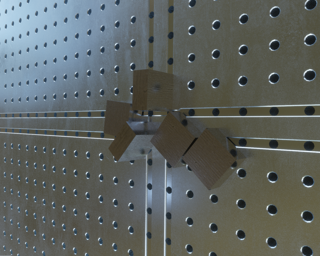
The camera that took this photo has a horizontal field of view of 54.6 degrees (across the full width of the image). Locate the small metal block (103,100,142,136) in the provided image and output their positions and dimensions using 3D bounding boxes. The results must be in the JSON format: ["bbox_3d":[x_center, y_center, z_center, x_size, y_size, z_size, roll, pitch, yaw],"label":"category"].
[{"bbox_3d":[-0.055,-0.013,0.456,0.050,0.025,0.050,12,98,39],"label":"small metal block"}]

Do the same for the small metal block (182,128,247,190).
[{"bbox_3d":[0.062,0.035,0.359,0.050,0.025,0.050,50,119,28],"label":"small metal block"}]

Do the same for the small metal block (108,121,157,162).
[{"bbox_3d":[-0.034,0.018,0.422,0.025,0.050,0.050,51,120,28],"label":"small metal block"}]

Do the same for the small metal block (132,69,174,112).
[{"bbox_3d":[-0.009,-0.047,0.401,0.025,0.050,0.050,3,92,40],"label":"small metal block"}]

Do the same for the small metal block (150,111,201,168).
[{"bbox_3d":[0.022,0.014,0.392,0.050,0.025,0.050,48,118,29],"label":"small metal block"}]
